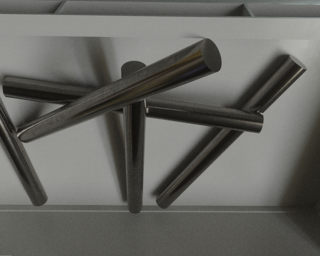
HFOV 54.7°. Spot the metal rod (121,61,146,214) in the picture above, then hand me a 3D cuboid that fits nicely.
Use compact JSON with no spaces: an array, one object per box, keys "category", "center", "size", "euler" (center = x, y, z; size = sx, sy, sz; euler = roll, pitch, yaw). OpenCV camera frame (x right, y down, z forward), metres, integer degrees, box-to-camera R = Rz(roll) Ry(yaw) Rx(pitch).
[{"category":"metal rod","center":[-0.033,0.039,0.407],"size":[0.025,0.025,0.298],"euler":[3,141,-2]}]

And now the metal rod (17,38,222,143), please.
[{"category":"metal rod","center":[-0.072,-0.022,0.317],"size":[0.299,0.025,0.025],"euler":[-15,133,42]}]

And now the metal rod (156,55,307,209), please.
[{"category":"metal rod","center":[0.080,0.025,0.430],"size":[0.025,0.025,0.298],"euler":[24,126,-19]}]

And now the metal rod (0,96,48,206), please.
[{"category":"metal rod","center":[-0.205,0.005,0.410],"size":[0.025,0.025,0.298],"euler":[-3,130,2]}]

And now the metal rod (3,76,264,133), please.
[{"category":"metal rod","center":[-0.030,-0.027,0.368],"size":[0.302,0.025,0.025],"euler":[8,130,-1]}]
